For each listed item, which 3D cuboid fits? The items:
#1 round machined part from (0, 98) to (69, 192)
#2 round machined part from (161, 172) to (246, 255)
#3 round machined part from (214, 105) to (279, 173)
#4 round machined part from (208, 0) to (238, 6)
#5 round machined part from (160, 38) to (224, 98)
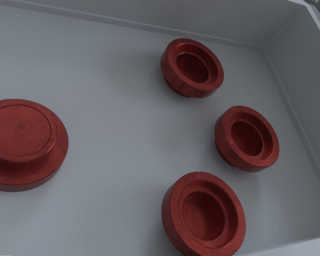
[{"bbox_3d":[-0.142,0.011,0.312,0.099,0.042,0.098,14,56,-21],"label":"round machined part"},{"bbox_3d":[0.046,0.103,0.356,0.099,0.042,0.098,15,53,-20],"label":"round machined part"},{"bbox_3d":[0.120,0.019,0.450,0.099,0.042,0.098,14,56,-21],"label":"round machined part"},{"bbox_3d":[0.123,-0.296,0.647,0.099,0.042,0.098,14,56,-21],"label":"round machined part"},{"bbox_3d":[0.045,-0.086,0.473,0.099,0.042,0.098,14,56,-21],"label":"round machined part"}]
